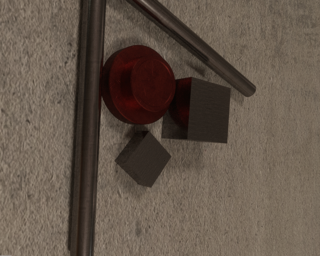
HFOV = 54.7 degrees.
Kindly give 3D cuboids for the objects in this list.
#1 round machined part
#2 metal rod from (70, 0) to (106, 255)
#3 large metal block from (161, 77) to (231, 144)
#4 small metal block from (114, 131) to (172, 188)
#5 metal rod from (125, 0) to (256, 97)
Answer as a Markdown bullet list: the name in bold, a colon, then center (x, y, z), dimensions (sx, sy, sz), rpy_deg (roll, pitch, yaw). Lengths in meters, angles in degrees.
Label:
- **round machined part**: center (-0.019, -0.053, 0.379), dimensions (0.099, 0.042, 0.097), rpy_deg (0, 90, -40)
- **metal rod**: center (-0.078, -0.011, 0.340), dimensions (0.025, 0.025, 0.298), rpy_deg (4, 88, -40)
- **large metal block**: center (0.052, -0.022, 0.434), dimensions (0.081, 0.050, 0.080), rpy_deg (7, 85, -40)
- **small metal block**: center (-0.020, 0.039, 0.390), dimensions (0.050, 0.025, 0.050), rpy_deg (50, 60, -29)
- **metal rod**: center (0.049, -0.121, 0.447), dimensions (0.301, 0.025, 0.025), rpy_deg (28, 73, -37)
